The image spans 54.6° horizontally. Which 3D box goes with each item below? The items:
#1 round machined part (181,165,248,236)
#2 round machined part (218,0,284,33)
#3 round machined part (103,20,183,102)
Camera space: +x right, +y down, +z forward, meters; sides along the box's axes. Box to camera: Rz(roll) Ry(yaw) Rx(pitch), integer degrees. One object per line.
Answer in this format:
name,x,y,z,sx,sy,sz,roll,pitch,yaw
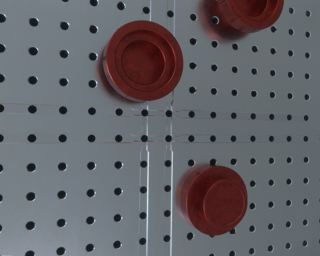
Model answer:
round machined part,0.082,0.102,0.434,0.099,0.042,0.097,0,90,-20
round machined part,0.126,-0.186,0.449,0.099,0.042,0.097,0,90,-20
round machined part,-0.024,-0.082,0.395,0.099,0.042,0.097,0,90,-20
